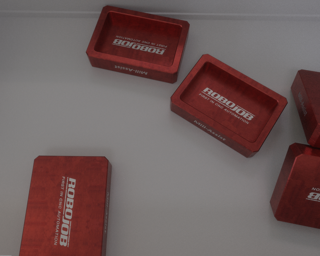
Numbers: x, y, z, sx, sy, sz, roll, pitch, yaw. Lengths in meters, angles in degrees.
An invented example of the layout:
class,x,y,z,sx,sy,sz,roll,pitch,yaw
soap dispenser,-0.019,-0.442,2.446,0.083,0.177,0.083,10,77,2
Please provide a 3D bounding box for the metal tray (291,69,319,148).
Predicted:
class,x,y,z,sx,sy,sz,roll,pitch,yaw
metal tray,0.222,-0.023,0.383,0.090,0.030,0.130,10,40,4

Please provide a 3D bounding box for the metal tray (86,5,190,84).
class,x,y,z,sx,sy,sz,roll,pitch,yaw
metal tray,-0.030,-0.122,0.451,0.131,0.030,0.090,13,70,4

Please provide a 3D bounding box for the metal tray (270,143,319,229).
class,x,y,z,sx,sy,sz,roll,pitch,yaw
metal tray,0.205,0.073,0.353,0.131,0.030,0.089,10,113,4

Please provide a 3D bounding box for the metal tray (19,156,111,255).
class,x,y,z,sx,sy,sz,roll,pitch,yaw
metal tray,-0.109,0.100,0.370,0.091,0.030,0.130,1,70,0

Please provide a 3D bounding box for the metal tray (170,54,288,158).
class,x,y,z,sx,sy,sz,roll,pitch,yaw
metal tray,0.090,-0.032,0.418,0.130,0.030,0.090,33,73,11
